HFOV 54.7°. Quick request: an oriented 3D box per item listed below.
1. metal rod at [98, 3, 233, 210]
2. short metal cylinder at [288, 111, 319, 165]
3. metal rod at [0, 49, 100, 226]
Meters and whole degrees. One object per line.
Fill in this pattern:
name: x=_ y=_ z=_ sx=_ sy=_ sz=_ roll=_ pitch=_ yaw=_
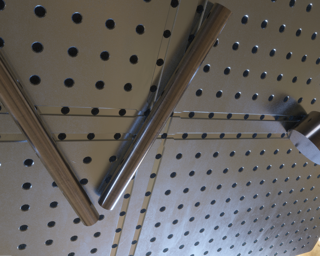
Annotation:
metal rod: x=0.000 y=-0.017 z=0.400 sx=0.025 sy=0.025 sz=0.299 roll=21 pitch=107 yaw=-36
short metal cylinder: x=0.270 y=0.017 z=0.533 sx=0.050 sy=0.080 sz=0.080 roll=-40 pitch=129 yaw=-1
metal rod: x=-0.133 y=0.014 z=0.346 sx=0.025 sy=0.025 sz=0.299 roll=-27 pitch=128 yaw=-12
